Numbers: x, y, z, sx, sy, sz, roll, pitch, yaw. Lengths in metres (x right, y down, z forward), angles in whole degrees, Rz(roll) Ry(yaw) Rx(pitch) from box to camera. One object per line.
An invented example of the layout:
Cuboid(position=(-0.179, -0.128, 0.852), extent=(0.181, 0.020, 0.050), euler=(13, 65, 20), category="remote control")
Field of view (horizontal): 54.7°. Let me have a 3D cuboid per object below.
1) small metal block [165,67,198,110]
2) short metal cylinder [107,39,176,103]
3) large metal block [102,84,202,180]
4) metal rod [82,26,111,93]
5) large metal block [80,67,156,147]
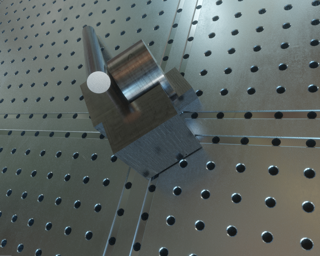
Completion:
Cuboid(position=(0.016, -0.049, 0.429), extent=(0.050, 0.025, 0.050), euler=(-36, 51, 4), category="small metal block")
Cuboid(position=(-0.022, -0.064, 0.389), extent=(0.050, 0.080, 0.080), euler=(-32, 52, 7), category="short metal cylinder")
Cuboid(position=(-0.008, 0.008, 0.369), extent=(0.080, 0.080, 0.050), euler=(-33, 52, 7), category="large metal block")
Cuboid(position=(-0.101, -0.116, 0.463), extent=(0.025, 0.025, 0.300), euler=(-35, 30, 4), category="metal rod")
Cuboid(position=(-0.054, -0.023, 0.415), extent=(0.050, 0.080, 0.080), euler=(-33, 52, 7), category="large metal block")
